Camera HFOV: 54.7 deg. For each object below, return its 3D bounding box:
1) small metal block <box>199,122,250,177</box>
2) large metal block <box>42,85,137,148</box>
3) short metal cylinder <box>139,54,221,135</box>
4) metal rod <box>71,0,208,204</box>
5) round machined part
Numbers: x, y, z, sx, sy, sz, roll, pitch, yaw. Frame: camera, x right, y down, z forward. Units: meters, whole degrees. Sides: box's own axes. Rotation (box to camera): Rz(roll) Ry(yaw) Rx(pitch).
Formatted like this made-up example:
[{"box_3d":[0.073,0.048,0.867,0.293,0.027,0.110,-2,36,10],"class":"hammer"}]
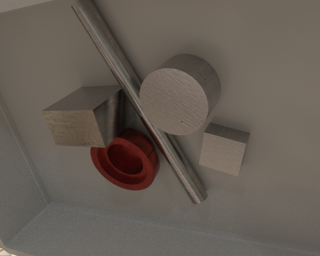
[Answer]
[{"box_3d":[0.079,0.026,0.383,0.050,0.025,0.050,16,125,18],"class":"small metal block"},{"box_3d":[-0.089,-0.018,0.407,0.080,0.080,0.050,1,119,27],"class":"large metal block"},{"box_3d":[0.024,-0.039,0.355,0.080,0.050,0.079,13,124,20],"class":"short metal cylinder"},{"box_3d":[-0.019,-0.024,0.401,0.025,0.025,0.299,-21,108,35],"class":"metal rod"},{"box_3d":[-0.045,0.039,0.440,0.098,0.042,0.097,14,129,18],"class":"round machined part"}]
